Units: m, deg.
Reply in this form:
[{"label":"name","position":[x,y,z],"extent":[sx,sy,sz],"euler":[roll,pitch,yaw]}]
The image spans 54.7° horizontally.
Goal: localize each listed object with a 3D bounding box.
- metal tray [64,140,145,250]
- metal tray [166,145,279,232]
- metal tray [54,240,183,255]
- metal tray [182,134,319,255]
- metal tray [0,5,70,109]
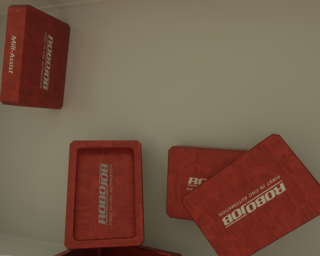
[{"label":"metal tray","position":[-0.068,0.081,0.389],"extent":[0.091,0.030,0.130],"euler":[0,69,-10]},{"label":"metal tray","position":[0.075,0.070,0.381],"extent":[0.130,0.030,0.089],"euler":[2,91,19]},{"label":"metal tray","position":[-0.050,0.162,0.353],"extent":[0.130,0.090,0.030],"euler":[1,90,29]},{"label":"metal tray","position":[0.101,0.078,0.339],"extent":[0.130,0.030,0.090],"euler":[-39,78,15]},{"label":"metal tray","position":[-0.172,-0.094,0.436],"extent":[0.030,0.090,0.129],"euler":[7,92,20]}]
